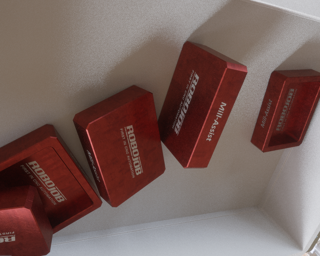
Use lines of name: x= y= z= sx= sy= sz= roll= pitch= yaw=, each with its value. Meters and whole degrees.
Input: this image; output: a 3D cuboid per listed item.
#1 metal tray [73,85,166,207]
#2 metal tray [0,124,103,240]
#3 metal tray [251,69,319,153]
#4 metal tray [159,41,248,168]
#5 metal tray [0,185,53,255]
metal tray: x=-0.043 y=0.024 z=0.380 sx=0.091 sy=0.030 sz=0.129 roll=-32 pitch=131 yaw=-29
metal tray: x=-0.138 y=0.069 z=0.372 sx=0.090 sy=0.030 sz=0.129 roll=-29 pitch=128 yaw=-10
metal tray: x=0.206 y=-0.027 z=0.500 sx=0.091 sy=0.030 sz=0.129 roll=-7 pitch=122 yaw=-25
metal tray: x=0.042 y=-0.028 z=0.372 sx=0.030 sy=0.090 sz=0.129 roll=5 pitch=116 yaw=-31
metal tray: x=-0.195 y=0.110 z=0.339 sx=0.131 sy=0.030 sz=0.089 roll=-6 pitch=128 yaw=-6
